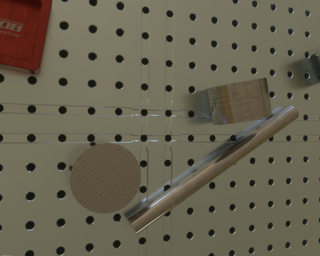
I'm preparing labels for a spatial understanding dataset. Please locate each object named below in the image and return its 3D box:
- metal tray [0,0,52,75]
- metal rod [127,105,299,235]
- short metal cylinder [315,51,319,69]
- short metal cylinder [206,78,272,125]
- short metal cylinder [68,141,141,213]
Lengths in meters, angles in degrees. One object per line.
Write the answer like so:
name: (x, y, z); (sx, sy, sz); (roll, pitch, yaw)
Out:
metal tray: (-0.193, -0.117, 0.338); (0.131, 0.030, 0.090); (10, 87, -20)
metal rod: (0.086, 0.051, 0.444); (0.302, 0.025, 0.025); (-32, 101, -17)
short metal cylinder: (0.298, -0.109, 0.493); (0.081, 0.080, 0.050); (-28, 100, -18)
short metal cylinder: (0.108, -0.036, 0.423); (0.081, 0.080, 0.050); (-12, 94, -20)
short metal cylinder: (-0.069, 0.057, 0.374); (0.081, 0.050, 0.080); (0, 90, -20)
